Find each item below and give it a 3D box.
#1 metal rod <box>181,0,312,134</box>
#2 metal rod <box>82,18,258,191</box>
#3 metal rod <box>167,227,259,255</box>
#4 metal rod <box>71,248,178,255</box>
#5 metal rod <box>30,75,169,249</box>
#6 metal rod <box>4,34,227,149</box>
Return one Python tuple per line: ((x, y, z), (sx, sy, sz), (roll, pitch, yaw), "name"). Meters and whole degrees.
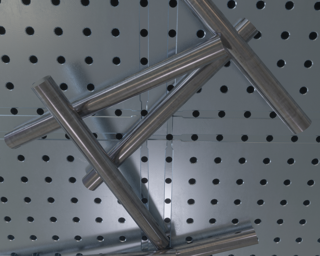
((0.068, -0.112, 0.349), (0.025, 0.025, 0.300), (-41, 97, 13), "metal rod")
((0.004, -0.021, 0.405), (0.025, 0.025, 0.299), (42, 105, -14), "metal rod")
((0.002, 0.205, 0.488), (0.301, 0.025, 0.025), (-16, 110, 5), "metal rod")
((-0.123, 0.210, 0.478), (0.301, 0.025, 0.025), (-7, 110, 7), "metal rod")
((-0.064, 0.063, 0.409), (0.025, 0.025, 0.299), (-25, 118, 9), "metal rod")
((-0.066, -0.036, 0.375), (0.300, 0.025, 0.025), (-22, 109, 17), "metal rod")
